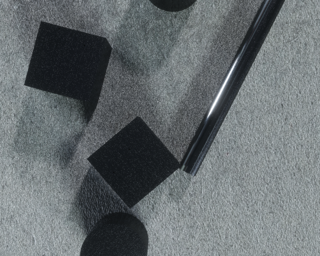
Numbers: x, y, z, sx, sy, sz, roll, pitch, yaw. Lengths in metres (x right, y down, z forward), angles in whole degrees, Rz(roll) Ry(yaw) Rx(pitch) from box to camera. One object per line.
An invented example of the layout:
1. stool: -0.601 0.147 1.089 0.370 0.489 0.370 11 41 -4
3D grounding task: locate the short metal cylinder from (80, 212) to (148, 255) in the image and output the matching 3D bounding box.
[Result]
1. short metal cylinder: -0.056 0.155 0.397 0.081 0.050 0.080 0 90 0

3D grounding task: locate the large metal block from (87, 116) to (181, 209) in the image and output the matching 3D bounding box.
1. large metal block: -0.031 0.041 0.397 0.080 0.050 0.080 -40 90 0

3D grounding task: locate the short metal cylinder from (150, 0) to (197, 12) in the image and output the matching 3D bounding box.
1. short metal cylinder: 0.018 -0.198 0.398 0.081 0.050 0.080 0 90 0

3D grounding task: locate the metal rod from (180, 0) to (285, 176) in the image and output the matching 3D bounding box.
1. metal rod: 0.104 -0.075 0.410 0.025 0.025 0.299 27 90 0

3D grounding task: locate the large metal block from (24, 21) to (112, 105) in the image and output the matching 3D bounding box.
1. large metal block: -0.114 -0.080 0.396 0.080 0.050 0.080 15 90 0
